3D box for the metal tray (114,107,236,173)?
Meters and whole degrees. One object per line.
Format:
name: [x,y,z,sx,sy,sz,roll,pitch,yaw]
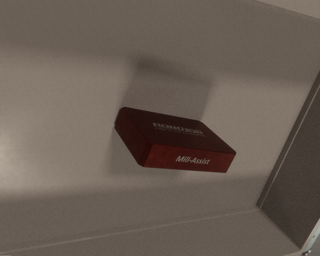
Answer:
metal tray: [0.019,0.015,0.388,0.131,0.090,0.030,9,114,-33]
